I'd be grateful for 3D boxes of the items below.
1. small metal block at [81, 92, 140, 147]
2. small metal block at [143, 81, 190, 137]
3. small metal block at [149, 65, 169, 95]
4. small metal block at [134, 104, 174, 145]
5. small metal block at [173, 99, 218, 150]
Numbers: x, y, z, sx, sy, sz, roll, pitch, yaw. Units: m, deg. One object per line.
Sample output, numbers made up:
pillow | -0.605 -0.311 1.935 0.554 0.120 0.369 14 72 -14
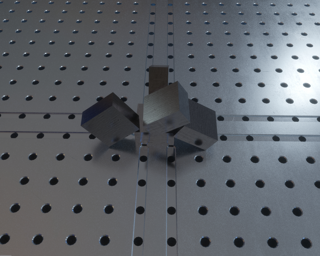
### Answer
small metal block | -0.061 -0.009 0.386 0.050 0.050 0.025 -30 41 21
small metal block | 0.007 -0.023 0.380 0.050 0.025 0.050 -23 45 24
small metal block | -0.001 -0.061 0.429 0.025 0.050 0.050 2 14 2
small metal block | -0.006 -0.005 0.413 0.050 0.025 0.050 2 50 2
small metal block | 0.045 -0.006 0.399 0.050 0.025 0.050 23 46 -21
